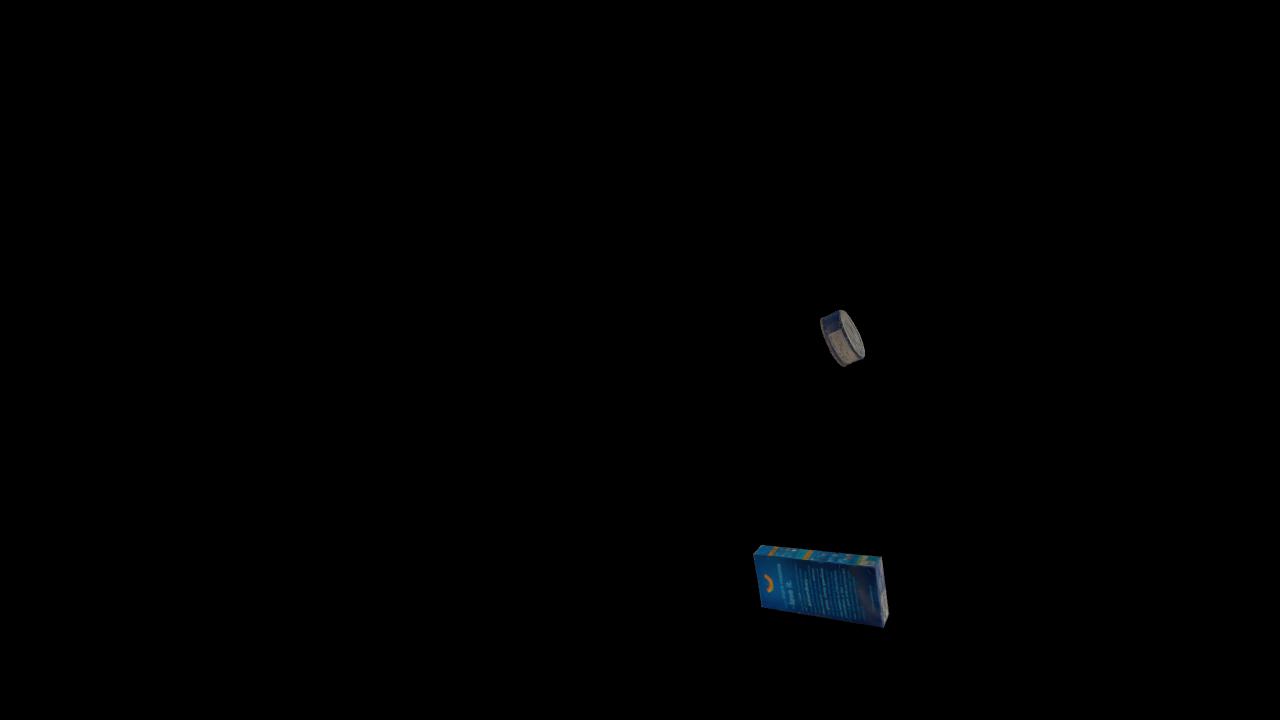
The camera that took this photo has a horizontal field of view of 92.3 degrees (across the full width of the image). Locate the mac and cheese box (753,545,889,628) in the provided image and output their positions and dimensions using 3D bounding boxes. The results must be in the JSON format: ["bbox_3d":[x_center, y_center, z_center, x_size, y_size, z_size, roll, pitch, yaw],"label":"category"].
[{"bbox_3d":[0.265,0.330,0.909,0.184,0.093,0.041,-5,10,36],"label":"mac and cheese box"}]

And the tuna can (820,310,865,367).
[{"bbox_3d":[0.312,-0.034,0.943,0.034,0.084,0.084,-27,-14,30],"label":"tuna can"}]
